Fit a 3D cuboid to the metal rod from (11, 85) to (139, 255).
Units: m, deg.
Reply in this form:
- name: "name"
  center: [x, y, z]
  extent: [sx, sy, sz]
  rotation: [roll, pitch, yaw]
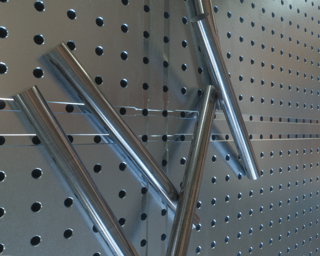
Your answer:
- name: "metal rod"
  center: [-0.071, 0.091, 0.350]
  extent: [0.025, 0.025, 0.299]
  rotation: [-39, 114, -33]

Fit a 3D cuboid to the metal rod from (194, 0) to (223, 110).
- name: "metal rod"
  center: [0.069, -0.173, 0.468]
  extent: [0.025, 0.025, 0.298]
  rotation: [-24, 106, -38]

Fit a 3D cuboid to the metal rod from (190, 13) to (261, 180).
- name: "metal rod"
  center: [0.109, -0.029, 0.474]
  extent: [0.025, 0.025, 0.299]
  rotation: [-48, 128, -29]

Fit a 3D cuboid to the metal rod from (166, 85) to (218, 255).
- name: "metal rod"
  center: [0.043, 0.073, 0.418]
  extent: [0.025, 0.025, 0.300]
  rotation: [34, 60, -35]

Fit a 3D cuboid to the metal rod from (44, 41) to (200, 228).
- name: "metal rod"
  center: [-0.031, 0.027, 0.384]
  extent: [0.025, 0.025, 0.299]
  rotation: [-51, 120, -28]
